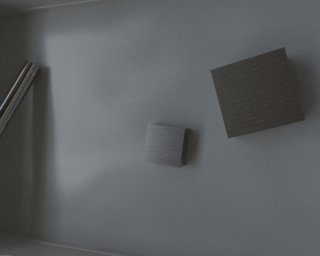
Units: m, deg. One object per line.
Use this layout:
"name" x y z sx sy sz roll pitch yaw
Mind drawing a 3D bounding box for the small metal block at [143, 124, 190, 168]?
"small metal block" 0.009 0.022 0.407 0.050 0.025 0.050 8 93 19

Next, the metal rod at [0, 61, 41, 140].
"metal rod" -0.253 0.036 0.438 0.025 0.025 0.299 17 73 19

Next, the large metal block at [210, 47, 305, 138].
"large metal block" 0.112 -0.037 0.358 0.080 0.050 0.080 -15 85 19
